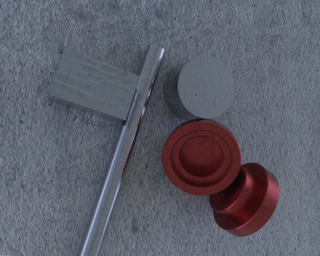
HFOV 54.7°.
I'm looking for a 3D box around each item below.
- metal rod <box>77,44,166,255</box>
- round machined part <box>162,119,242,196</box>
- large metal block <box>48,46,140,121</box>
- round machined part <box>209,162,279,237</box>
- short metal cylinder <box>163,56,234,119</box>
[{"bbox_3d":[-0.050,0.037,0.390,0.025,0.025,0.299,20,83,-19],"label":"metal rod"},{"bbox_3d":[0.054,0.035,0.405,0.099,0.042,0.097,2,103,7],"label":"round machined part"},{"bbox_3d":[-0.078,-0.044,0.351,0.081,0.080,0.050,19,84,-19],"label":"large metal block"},{"bbox_3d":[0.103,0.088,0.408,0.042,0.098,0.098,34,79,-17],"label":"round machined part"},{"bbox_3d":[0.051,-0.051,0.414,0.081,0.050,0.080,0,90,-20],"label":"short metal cylinder"}]
